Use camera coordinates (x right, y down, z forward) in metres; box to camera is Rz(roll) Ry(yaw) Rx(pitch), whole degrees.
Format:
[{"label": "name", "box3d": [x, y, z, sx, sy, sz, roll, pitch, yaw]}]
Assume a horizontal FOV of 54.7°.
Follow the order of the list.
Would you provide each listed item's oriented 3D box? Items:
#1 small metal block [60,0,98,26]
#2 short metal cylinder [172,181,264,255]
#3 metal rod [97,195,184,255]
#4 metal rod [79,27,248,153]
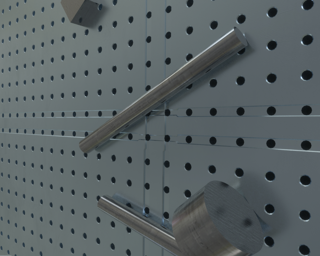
[{"label": "small metal block", "box3d": [-0.136, -0.209, 0.518, 0.050, 0.025, 0.050, -42, 65, 31]}, {"label": "short metal cylinder", "box3d": [0.060, 0.102, 0.323, 0.050, 0.081, 0.080, -47, 62, 30]}, {"label": "metal rod", "box3d": [0.027, 0.149, 0.385, 0.300, 0.025, 0.025, 17, 101, 38]}, {"label": "metal rod", "box3d": [-0.017, -0.035, 0.421, 0.299, 0.025, 0.025, -32, 71, 35]}]
